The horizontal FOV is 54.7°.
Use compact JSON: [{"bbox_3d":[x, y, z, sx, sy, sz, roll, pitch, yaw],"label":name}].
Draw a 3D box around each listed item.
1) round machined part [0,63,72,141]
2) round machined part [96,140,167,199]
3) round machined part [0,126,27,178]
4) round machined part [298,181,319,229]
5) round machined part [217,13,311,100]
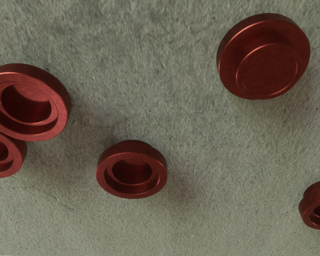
[{"bbox_3d":[-0.154,-0.033,0.365,0.099,0.042,0.097,-1,130,0],"label":"round machined part"},{"bbox_3d":[-0.039,0.055,0.442,0.099,0.042,0.097,-1,130,0],"label":"round machined part"},{"bbox_3d":[-0.226,0.019,0.409,0.099,0.042,0.097,-1,130,0],"label":"round machined part"},{"bbox_3d":[0.276,0.120,0.503,0.099,0.042,0.097,-1,130,0],"label":"round machined part"},{"bbox_3d":[0.114,-0.070,0.338,0.099,0.042,0.097,-1,130,0],"label":"round machined part"}]
